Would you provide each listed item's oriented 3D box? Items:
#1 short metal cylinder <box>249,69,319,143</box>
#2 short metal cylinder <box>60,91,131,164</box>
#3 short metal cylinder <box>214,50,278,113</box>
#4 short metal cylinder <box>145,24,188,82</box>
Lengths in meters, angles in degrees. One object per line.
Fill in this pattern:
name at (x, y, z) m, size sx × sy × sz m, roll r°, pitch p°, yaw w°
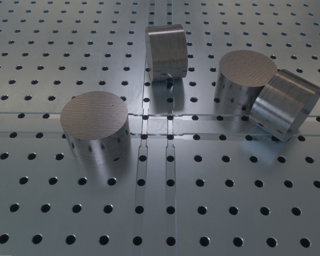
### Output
short metal cylinder at (0.160, -0.028, 0.397) m, size 0.080 × 0.080 × 0.050 m, roll -37°, pitch 59°, yaw -27°
short metal cylinder at (-0.079, -0.001, 0.392) m, size 0.081 × 0.050 × 0.080 m, roll 0°, pitch 50°, yaw 0°
short metal cylinder at (0.123, -0.069, 0.450) m, size 0.081 × 0.050 × 0.080 m, roll 0°, pitch 50°, yaw 0°
short metal cylinder at (0.008, -0.113, 0.467) m, size 0.050 × 0.080 × 0.080 m, roll -7°, pitch 51°, yaw -6°
